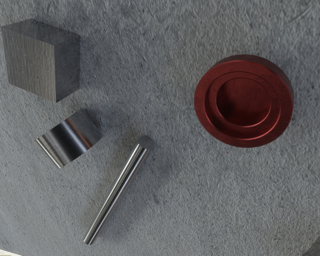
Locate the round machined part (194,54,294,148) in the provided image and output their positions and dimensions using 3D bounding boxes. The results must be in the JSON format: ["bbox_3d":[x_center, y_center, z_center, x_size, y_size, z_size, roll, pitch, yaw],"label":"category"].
[{"bbox_3d":[0.090,-0.031,0.329,0.098,0.042,0.097,13,124,20],"label":"round machined part"}]

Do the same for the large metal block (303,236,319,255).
[{"bbox_3d":[0.225,0.197,0.394,0.080,0.050,0.079,24,127,13],"label":"large metal block"}]

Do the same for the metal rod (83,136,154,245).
[{"bbox_3d":[-0.079,0.120,0.520,0.025,0.025,0.298,35,129,5],"label":"metal rod"}]

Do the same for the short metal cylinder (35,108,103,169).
[{"bbox_3d":[-0.130,0.014,0.446,0.080,0.080,0.050,-26,104,37],"label":"short metal cylinder"}]

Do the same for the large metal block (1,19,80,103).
[{"bbox_3d":[-0.156,-0.091,0.415,0.080,0.050,0.079,22,127,14],"label":"large metal block"}]
